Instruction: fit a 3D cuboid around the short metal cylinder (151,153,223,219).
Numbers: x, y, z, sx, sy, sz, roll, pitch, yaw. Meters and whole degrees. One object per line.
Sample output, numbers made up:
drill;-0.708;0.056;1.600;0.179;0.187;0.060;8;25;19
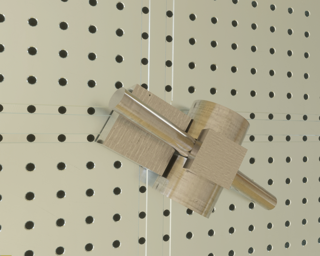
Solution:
short metal cylinder;0.036;0.073;0.393;0.080;0.080;0.050;31;80;-18

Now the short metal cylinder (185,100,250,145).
short metal cylinder;0.070;0.004;0.406;0.080;0.080;0.050;29;81;-18

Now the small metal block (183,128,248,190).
small metal block;0.062;0.035;0.348;0.050;0.025;0.050;29;80;-9

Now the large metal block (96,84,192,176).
large metal block;-0.021;0.003;0.386;0.080;0.050;0.080;31;80;-18

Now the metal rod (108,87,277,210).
metal rod;0.061;0.041;0.390;0.301;0.025;0.025;34;79;-33
